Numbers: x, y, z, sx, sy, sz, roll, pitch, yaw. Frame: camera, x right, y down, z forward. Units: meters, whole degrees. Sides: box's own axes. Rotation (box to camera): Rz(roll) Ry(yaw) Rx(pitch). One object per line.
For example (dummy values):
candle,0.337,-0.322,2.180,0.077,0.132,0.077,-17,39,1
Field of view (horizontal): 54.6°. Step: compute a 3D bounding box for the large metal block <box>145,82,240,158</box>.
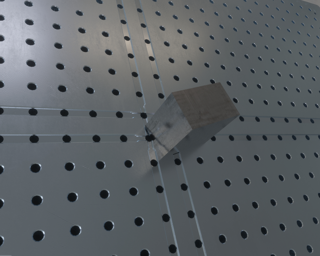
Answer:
large metal block,0.040,-0.010,0.400,0.081,0.080,0.050,-16,70,-34
